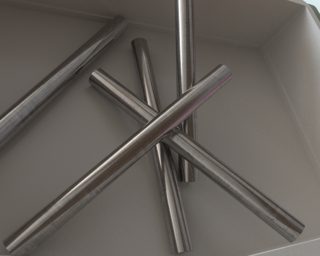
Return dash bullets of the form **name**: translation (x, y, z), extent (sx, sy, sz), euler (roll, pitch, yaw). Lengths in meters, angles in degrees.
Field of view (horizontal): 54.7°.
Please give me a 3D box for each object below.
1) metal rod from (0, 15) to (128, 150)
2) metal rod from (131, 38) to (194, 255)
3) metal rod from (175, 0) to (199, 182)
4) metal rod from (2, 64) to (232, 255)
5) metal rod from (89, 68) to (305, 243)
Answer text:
- **metal rod**: translation (-0.122, -0.061, 0.377), extent (0.025, 0.025, 0.301), euler (36, 51, -5)
- **metal rod**: translation (-0.004, 0.004, 0.402), extent (0.025, 0.025, 0.299), euler (3, 61, -27)
- **metal rod**: translation (0.033, -0.082, 0.398), extent (0.025, 0.025, 0.298), euler (1, 86, -28)
- **metal rod**: translation (-0.024, 0.019, 0.332), extent (0.301, 0.025, 0.025), euler (-40, 85, -24)
- **metal rod**: translation (0.031, 0.022, 0.366), extent (0.300, 0.025, 0.025), euler (38, 49, 15)
